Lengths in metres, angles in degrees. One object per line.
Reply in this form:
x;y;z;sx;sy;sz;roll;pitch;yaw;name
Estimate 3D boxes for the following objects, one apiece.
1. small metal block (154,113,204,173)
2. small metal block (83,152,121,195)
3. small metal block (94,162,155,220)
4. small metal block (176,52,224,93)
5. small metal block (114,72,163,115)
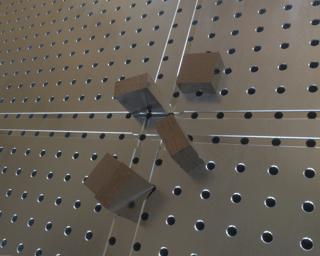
0.023;0.019;0.368;0.025;0.050;0.050;-33;52;6;small metal block
-0.062;0.067;0.398;0.050;0.025;0.050;30;78;37;small metal block
-0.040;0.075;0.366;0.025;0.050;0.050;31;79;37;small metal block
0.055;-0.075;0.425;0.050;0.025;0.050;4;63;29;small metal block
-0.029;-0.047;0.435;0.050;0.050;0.025;-13;57;21;small metal block
